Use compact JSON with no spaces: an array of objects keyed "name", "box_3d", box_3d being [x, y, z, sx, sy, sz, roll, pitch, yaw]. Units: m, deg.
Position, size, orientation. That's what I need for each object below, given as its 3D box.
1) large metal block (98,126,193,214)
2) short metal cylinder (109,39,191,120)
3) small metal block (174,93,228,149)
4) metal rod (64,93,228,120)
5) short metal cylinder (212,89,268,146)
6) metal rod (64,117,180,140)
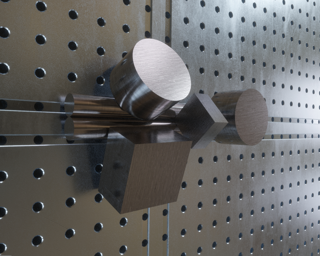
[{"name":"large metal block","box_3d":[-0.017,0.044,0.356,0.081,0.050,0.079,-1,111,-40]},{"name":"short metal cylinder","box_3d":[-0.011,-0.056,0.361,0.080,0.050,0.080,21,54,-31]},{"name":"small metal block","box_3d":[0.051,-0.009,0.394,0.025,0.050,0.050,1,47,-40]},{"name":"metal rod","box_3d":[0.020,-0.023,0.422,0.302,0.025,0.025,1,90,-40]},{"name":"short metal cylinder","box_3d":[0.113,-0.015,0.451,0.081,0.050,0.079,0,90,-40]},{"name":"metal rod","box_3d":[0.020,0.002,0.422,0.302,0.025,0.025,1,90,-40]}]
